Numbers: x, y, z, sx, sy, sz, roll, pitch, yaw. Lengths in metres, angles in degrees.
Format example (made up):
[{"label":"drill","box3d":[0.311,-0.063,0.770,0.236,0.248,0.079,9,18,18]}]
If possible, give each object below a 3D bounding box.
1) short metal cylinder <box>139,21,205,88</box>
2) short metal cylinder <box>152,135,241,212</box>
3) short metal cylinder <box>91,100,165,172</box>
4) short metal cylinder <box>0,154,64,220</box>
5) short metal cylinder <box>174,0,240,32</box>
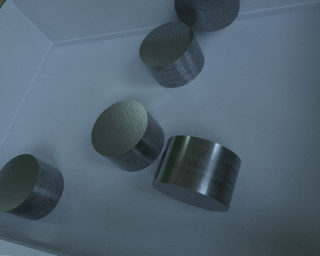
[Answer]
[{"label":"short metal cylinder","box3d":[0.018,-0.105,0.443,0.080,0.050,0.080,-13,57,21]},{"label":"short metal cylinder","box3d":[0.038,0.048,0.320,0.080,0.080,0.050,8,66,31]},{"label":"short metal cylinder","box3d":[-0.041,0.011,0.403,0.080,0.050,0.080,-13,56,20]},{"label":"short metal cylinder","box3d":[-0.184,0.083,0.433,0.080,0.050,0.080,-13,56,20]},{"label":"short metal cylinder","box3d":[0.063,-0.171,0.396,0.080,0.080,0.050,-3,58,26]}]
